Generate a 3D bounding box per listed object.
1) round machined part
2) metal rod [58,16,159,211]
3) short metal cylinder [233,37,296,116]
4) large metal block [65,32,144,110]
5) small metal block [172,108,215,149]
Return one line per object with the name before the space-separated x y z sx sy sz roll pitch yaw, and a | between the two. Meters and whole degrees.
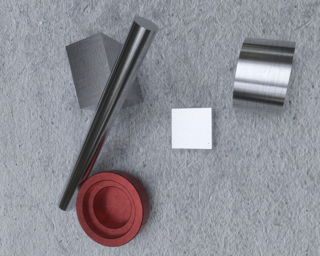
round machined part | -0.060 0.105 0.420 0.098 0.042 0.097 0 90 19
metal rod | -0.076 0.008 0.373 0.025 0.025 0.298 42 126 15
short metal cylinder | 0.114 -0.056 0.340 0.050 0.080 0.079 11 94 19
large metal block | -0.069 -0.068 0.403 0.050 0.080 0.080 -16 85 19
small metal block | 0.043 0.001 0.393 0.050 0.025 0.050 0 90 19
